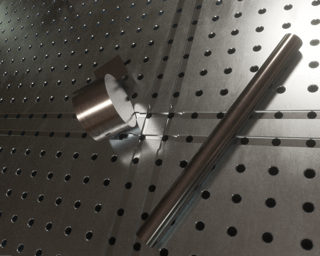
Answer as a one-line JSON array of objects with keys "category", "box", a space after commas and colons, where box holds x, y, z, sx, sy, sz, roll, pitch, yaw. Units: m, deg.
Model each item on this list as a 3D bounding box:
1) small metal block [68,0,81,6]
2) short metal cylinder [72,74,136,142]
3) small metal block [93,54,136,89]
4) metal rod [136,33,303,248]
[{"category": "small metal block", "box": [-0.188, -0.308, 0.693, 0.050, 0.025, 0.050, -32, 52, 7]}, {"category": "short metal cylinder", "box": [-0.075, -0.027, 0.427, 0.050, 0.080, 0.080, -25, 53, 12]}, {"category": "small metal block", "box": [-0.073, -0.082, 0.495, 0.050, 0.025, 0.050, -33, 52, 6]}, {"category": "metal rod", "box": [0.075, 0.007, 0.363, 0.025, 0.025, 0.300, 31, 79, 37]}]
